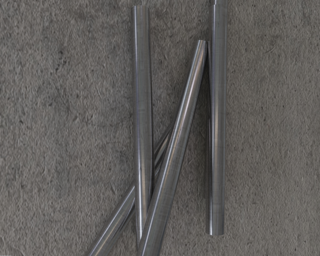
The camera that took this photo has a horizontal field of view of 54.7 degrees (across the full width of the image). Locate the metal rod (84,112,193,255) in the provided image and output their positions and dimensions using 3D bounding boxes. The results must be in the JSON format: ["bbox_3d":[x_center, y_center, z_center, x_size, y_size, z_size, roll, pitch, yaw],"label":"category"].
[{"bbox_3d":[-0.046,0.107,0.392,0.025,0.025,0.300,37,78,-17],"label":"metal rod"}]

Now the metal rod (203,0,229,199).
[{"bbox_3d":[0.079,-0.050,0.437,0.025,0.025,0.298,2,89,-20],"label":"metal rod"}]

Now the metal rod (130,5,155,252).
[{"bbox_3d":[-0.021,-0.004,0.383,0.025,0.025,0.298,0,83,-20],"label":"metal rod"}]

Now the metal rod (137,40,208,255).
[{"bbox_3d":[0.020,0.021,0.380,0.025,0.025,0.299,23,69,-19],"label":"metal rod"}]

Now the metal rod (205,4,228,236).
[{"bbox_3d":[0.075,-0.011,0.411,0.025,0.025,0.298,1,89,-20],"label":"metal rod"}]
